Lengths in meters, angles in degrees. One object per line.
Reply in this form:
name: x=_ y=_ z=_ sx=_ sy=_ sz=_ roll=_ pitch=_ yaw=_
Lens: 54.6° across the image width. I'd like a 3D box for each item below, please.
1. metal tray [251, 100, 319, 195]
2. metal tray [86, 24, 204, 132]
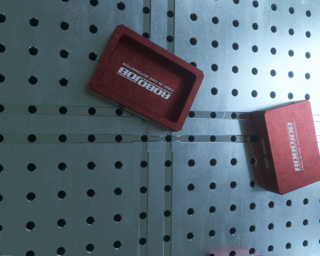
metal tray: x=0.200 y=0.028 z=0.483 sx=0.091 sy=0.030 sz=0.129 roll=-14 pitch=95 yaw=-20
metal tray: x=-0.017 y=-0.061 z=0.403 sx=0.131 sy=0.030 sz=0.090 roll=26 pitch=81 yaw=-18
